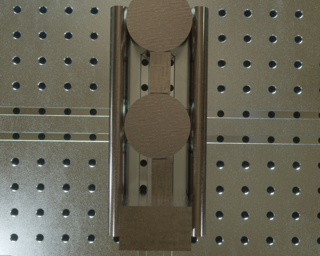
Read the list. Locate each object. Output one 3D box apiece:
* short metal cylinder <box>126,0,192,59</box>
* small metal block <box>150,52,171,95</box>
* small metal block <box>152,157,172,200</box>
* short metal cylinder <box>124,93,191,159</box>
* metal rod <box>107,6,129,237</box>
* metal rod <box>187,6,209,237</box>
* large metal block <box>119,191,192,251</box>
[{"bbox_3d":[-0.001,-0.132,0.400,0.081,0.050,0.080,0,90,0],"label":"short metal cylinder"},{"bbox_3d":[0.000,-0.068,0.399,0.025,0.050,0.050,1,90,0],"label":"small metal block"},{"bbox_3d":[0.002,0.063,0.400,0.025,0.050,0.050,0,90,0],"label":"small metal block"},{"bbox_3d":[-0.003,-0.003,0.400,0.081,0.050,0.080,0,90,0],"label":"short metal cylinder"},{"bbox_3d":[-0.055,-0.009,0.412,0.025,0.025,0.298,1,90,0],"label":"metal rod"},{"bbox_3d":[0.050,-0.008,0.413,0.025,0.025,0.298,1,90,0],"label":"metal rod"},{"bbox_3d":[-0.005,0.112,0.386,0.081,0.080,0.050,1,90,0],"label":"large metal block"}]
